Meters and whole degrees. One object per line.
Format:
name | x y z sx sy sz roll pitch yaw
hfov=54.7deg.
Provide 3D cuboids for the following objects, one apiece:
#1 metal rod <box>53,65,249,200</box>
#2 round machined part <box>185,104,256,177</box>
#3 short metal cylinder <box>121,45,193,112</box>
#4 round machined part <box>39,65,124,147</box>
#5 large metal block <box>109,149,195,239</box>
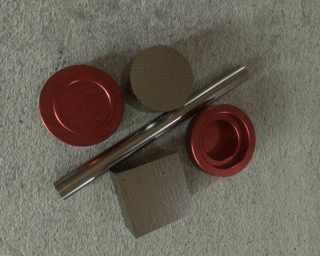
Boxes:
metal rod | 0.001 -0.003 0.411 0.302 0.025 0.025 -33 101 -17
round machined part | 0.079 0.017 0.430 0.099 0.042 0.097 0 90 -20
short metal cylinder | -0.005 -0.059 0.394 0.081 0.050 0.079 0 90 -20
round machined part | -0.091 -0.026 0.367 0.099 0.042 0.097 0 90 -20
large metal block | -0.012 0.079 0.393 0.081 0.050 0.080 -18 96 -19
